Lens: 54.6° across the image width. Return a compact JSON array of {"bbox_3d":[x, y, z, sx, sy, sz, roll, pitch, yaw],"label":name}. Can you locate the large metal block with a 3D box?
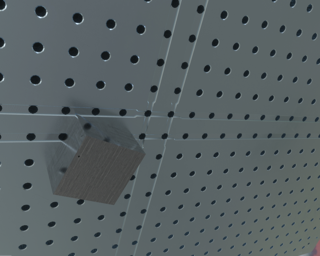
[{"bbox_3d":[-0.078,0.041,0.377,0.080,0.050,0.080,22,107,-36],"label":"large metal block"}]
